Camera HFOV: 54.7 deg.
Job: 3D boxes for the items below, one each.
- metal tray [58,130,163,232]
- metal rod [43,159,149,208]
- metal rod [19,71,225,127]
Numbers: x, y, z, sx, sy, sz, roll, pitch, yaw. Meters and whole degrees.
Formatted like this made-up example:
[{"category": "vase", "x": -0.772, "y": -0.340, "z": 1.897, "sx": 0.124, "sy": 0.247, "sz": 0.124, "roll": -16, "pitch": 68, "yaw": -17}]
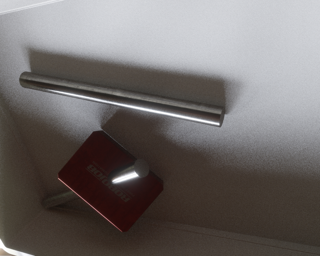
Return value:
[{"category": "metal tray", "x": -0.071, "y": 0.076, "z": 0.457, "sx": 0.130, "sy": 0.030, "sz": 0.090, "roll": 40, "pitch": 92, "yaw": 0}, {"category": "metal rod", "x": -0.122, "y": 0.099, "z": 0.509, "sx": 0.299, "sy": 0.025, "sz": 0.025, "roll": -26, "pitch": 105, "yaw": 43}, {"category": "metal rod", "x": -0.065, "y": -0.043, "z": 0.414, "sx": 0.301, "sy": 0.025, "sz": 0.025, "roll": 12, "pitch": 124, "yaw": 21}]
